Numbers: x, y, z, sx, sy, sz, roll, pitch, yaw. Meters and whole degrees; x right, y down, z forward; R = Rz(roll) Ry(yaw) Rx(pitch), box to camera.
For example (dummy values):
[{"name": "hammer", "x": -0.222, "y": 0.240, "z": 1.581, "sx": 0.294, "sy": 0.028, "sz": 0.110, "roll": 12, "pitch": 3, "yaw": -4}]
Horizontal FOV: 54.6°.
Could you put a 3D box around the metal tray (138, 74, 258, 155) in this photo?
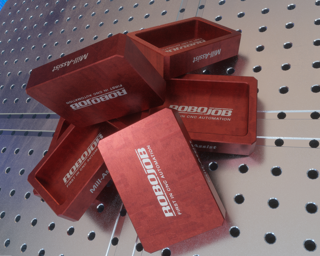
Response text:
[{"name": "metal tray", "x": 0.046, "y": -0.020, "z": 0.370, "sx": 0.130, "sy": 0.030, "sz": 0.090, "roll": 4, "pitch": 63, "yaw": 11}]

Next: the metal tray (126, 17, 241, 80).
[{"name": "metal tray", "x": 0.032, "y": -0.112, "z": 0.415, "sx": 0.131, "sy": 0.030, "sz": 0.090, "roll": -24, "pitch": 44, "yaw": -29}]

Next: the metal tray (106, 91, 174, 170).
[{"name": "metal tray", "x": -0.022, "y": -0.007, "z": 0.422, "sx": 0.090, "sy": 0.030, "sz": 0.130, "roll": -3, "pitch": 58, "yaw": 24}]

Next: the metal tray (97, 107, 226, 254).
[{"name": "metal tray", "x": 0.001, "y": 0.054, "z": 0.329, "sx": 0.090, "sy": 0.030, "sz": 0.130, "roll": -26, "pitch": 86, "yaw": 12}]

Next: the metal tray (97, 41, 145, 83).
[{"name": "metal tray", "x": -0.064, "y": -0.084, "z": 0.469, "sx": 0.090, "sy": 0.030, "sz": 0.130, "roll": -38, "pitch": 35, "yaw": 2}]

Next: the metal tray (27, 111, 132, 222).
[{"name": "metal tray", "x": -0.098, "y": 0.039, "z": 0.394, "sx": 0.090, "sy": 0.030, "sz": 0.130, "roll": 30, "pitch": 78, "yaw": 38}]

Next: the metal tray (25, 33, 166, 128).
[{"name": "metal tray", "x": -0.070, "y": -0.046, "z": 0.349, "sx": 0.130, "sy": 0.090, "sz": 0.030, "roll": -14, "pitch": 56, "yaw": 26}]

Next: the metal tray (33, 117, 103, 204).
[{"name": "metal tray", "x": -0.118, "y": 0.039, "z": 0.445, "sx": 0.090, "sy": 0.030, "sz": 0.130, "roll": -4, "pitch": 59, "yaw": 25}]
